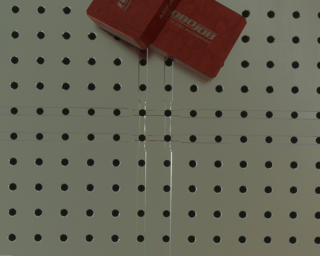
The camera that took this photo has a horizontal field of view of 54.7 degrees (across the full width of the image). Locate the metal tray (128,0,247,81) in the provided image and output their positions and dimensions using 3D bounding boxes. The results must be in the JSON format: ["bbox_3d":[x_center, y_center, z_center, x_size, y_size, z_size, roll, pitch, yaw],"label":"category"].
[{"bbox_3d":[0.035,-0.133,0.411,0.130,0.030,0.090,30,90,-1],"label":"metal tray"}]

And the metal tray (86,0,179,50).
[{"bbox_3d":[-0.022,-0.176,0.394,0.090,0.030,0.130,33,90,22],"label":"metal tray"}]
